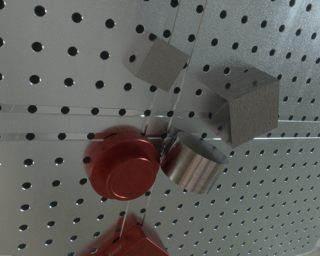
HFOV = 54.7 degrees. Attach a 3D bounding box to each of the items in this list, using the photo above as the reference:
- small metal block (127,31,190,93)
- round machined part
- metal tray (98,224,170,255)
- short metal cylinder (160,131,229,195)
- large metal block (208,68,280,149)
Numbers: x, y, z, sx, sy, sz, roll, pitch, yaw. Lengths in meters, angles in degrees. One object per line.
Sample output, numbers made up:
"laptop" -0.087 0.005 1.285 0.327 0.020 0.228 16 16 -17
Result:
"small metal block" -0.002 -0.077 0.363 0.050 0.025 0.050 21 107 -36
"round machined part" -0.044 0.058 0.412 0.099 0.042 0.097 -14 124 -21
"metal tray" -0.059 0.229 0.518 0.130 0.030 0.090 -39 129 -2
"short metal cylinder" 0.048 0.047 0.431 0.081 0.080 0.050 17 110 -35
"large metal block" 0.120 -0.029 0.443 0.081 0.050 0.080 -24 127 -14
